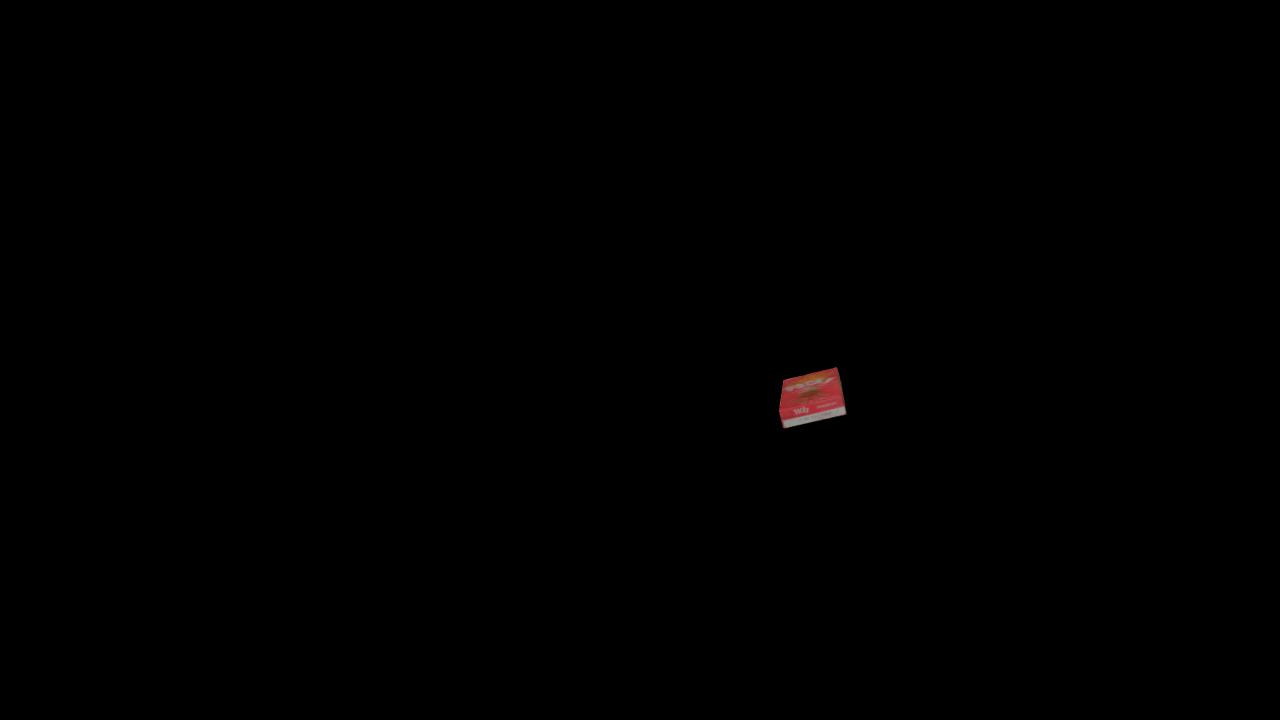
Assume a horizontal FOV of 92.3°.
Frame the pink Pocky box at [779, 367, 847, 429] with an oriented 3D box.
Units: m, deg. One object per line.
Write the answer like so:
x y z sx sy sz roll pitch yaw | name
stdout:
0.242 0.050 0.866 0.084 0.029 0.155 -15 9 19 | pink Pocky box
